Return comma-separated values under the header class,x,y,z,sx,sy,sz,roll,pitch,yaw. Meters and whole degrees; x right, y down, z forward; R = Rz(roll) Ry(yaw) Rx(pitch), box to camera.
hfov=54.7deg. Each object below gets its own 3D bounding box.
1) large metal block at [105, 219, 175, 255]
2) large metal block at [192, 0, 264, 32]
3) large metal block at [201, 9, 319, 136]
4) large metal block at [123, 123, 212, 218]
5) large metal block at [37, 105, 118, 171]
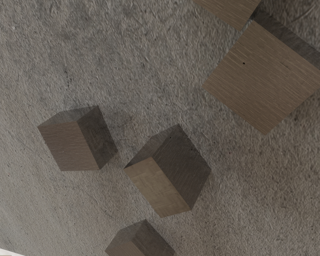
class,x,y,z,sx,sy,sz,roll,pitch,yaw
large metal block,-0.035,0.216,0.543,0.080,0.050,0.080,49,129,-7
large metal block,0.064,-0.145,0.267,0.080,0.050,0.079,35,129,4
large metal block,0.102,-0.053,0.304,0.080,0.050,0.080,38,129,2
large metal block,0.013,0.053,0.398,0.050,0.080,0.080,-28,103,37
large metal block,-0.122,0.017,0.466,0.080,0.050,0.080,-6,115,31
